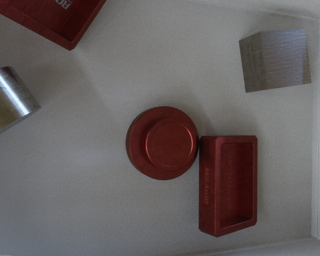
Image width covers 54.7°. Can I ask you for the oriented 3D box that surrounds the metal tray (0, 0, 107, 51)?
[{"bbox_3d":[-0.105,-0.137,0.306,0.030,0.130,0.090,37,96,11],"label":"metal tray"}]

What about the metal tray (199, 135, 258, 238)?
[{"bbox_3d":[0.096,0.075,0.431,0.091,0.030,0.129,0,90,-38],"label":"metal tray"}]

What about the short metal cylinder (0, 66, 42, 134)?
[{"bbox_3d":[-0.172,-0.021,0.318,0.080,0.080,0.050,-35,102,-17],"label":"short metal cylinder"}]

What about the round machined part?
[{"bbox_3d":[0.008,0.020,0.406,0.099,0.042,0.097,0,90,-20],"label":"round machined part"}]

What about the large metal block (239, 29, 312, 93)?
[{"bbox_3d":[0.171,-0.099,0.462,0.081,0.050,0.079,-10,94,-20],"label":"large metal block"}]
